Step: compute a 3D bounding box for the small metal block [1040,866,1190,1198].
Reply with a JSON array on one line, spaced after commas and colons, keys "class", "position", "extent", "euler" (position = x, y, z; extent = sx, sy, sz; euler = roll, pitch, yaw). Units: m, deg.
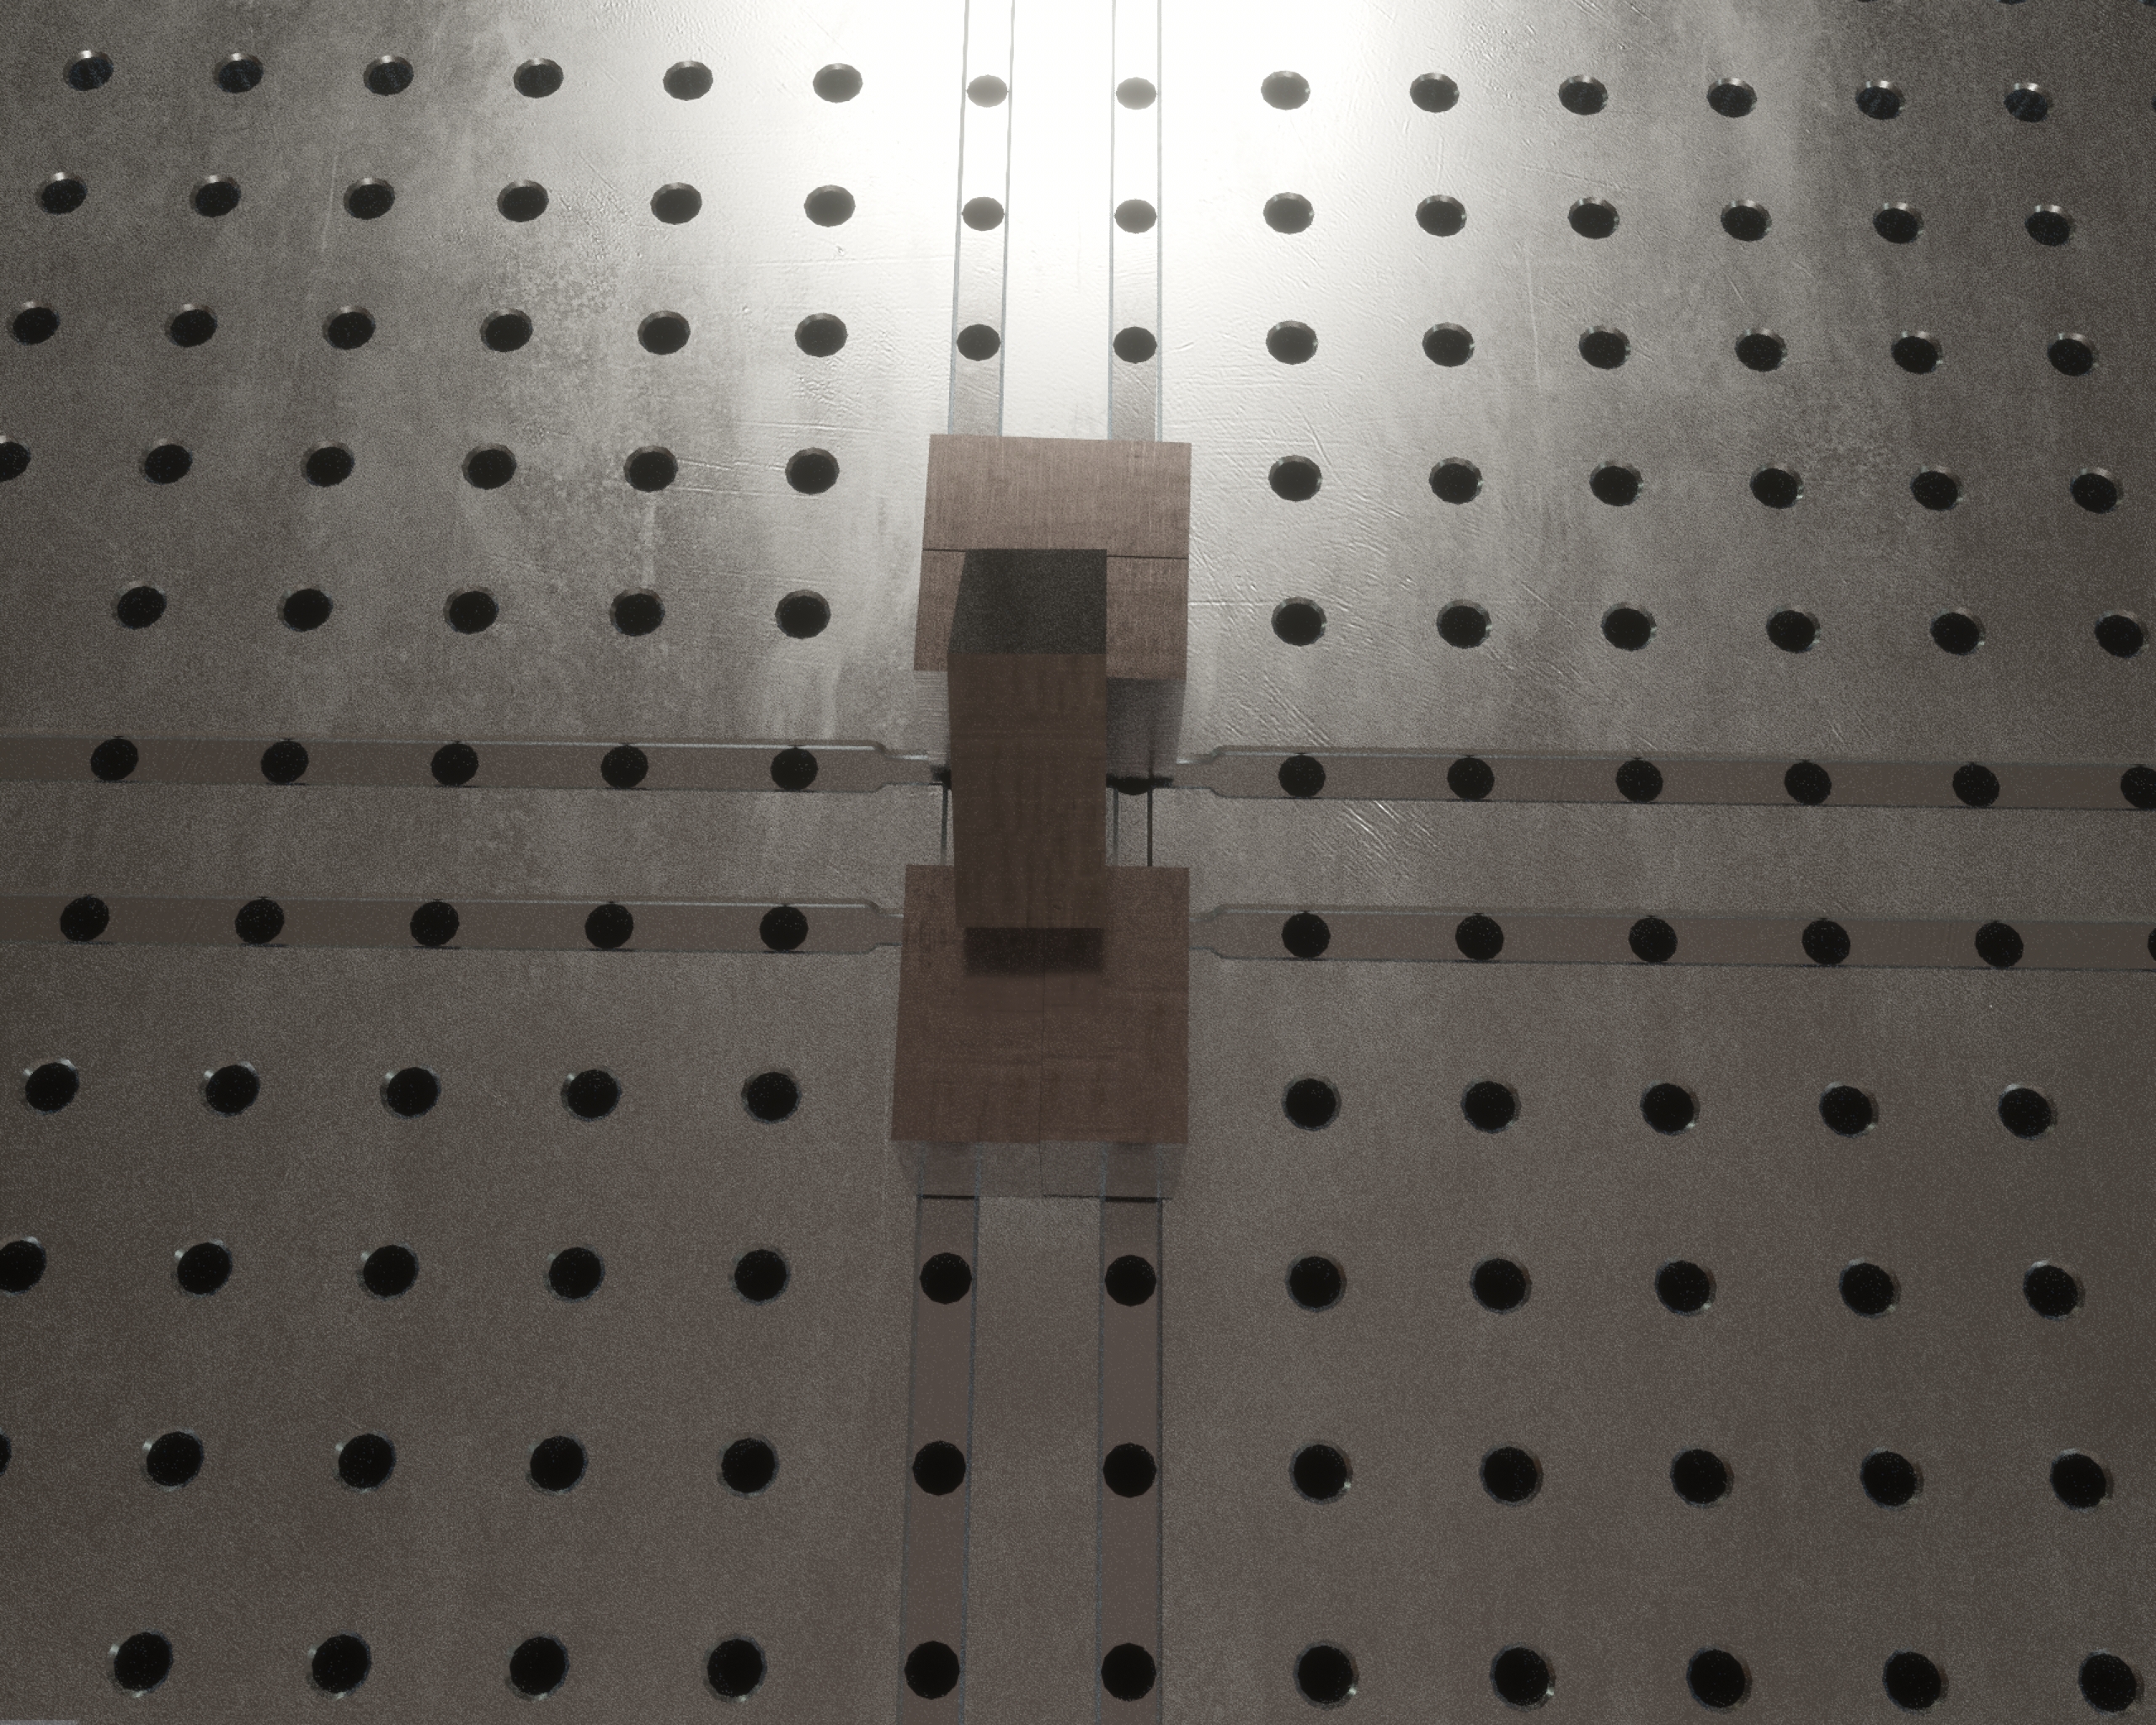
[{"class": "small metal block", "position": [0.007, 0.032, 0.385], "extent": [0.025, 0.050, 0.050], "euler": [1, 70, 0]}]

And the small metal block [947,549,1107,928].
[{"class": "small metal block", "position": [-0.008, -0.023, 0.363], "extent": [0.025, 0.050, 0.050], "euler": [0, 28, 1]}]

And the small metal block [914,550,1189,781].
[{"class": "small metal block", "position": [-0.005, -0.038, 0.412], "extent": [0.050, 0.050, 0.025], "euler": [2, 70, 0]}]

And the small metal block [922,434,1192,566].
[{"class": "small metal block", "position": [-0.004, -0.062, 0.420], "extent": [0.050, 0.050, 0.025], "euler": [2, 70, 0]}]

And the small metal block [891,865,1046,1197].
[{"class": "small metal block", "position": [-0.019, 0.032, 0.386], "extent": [0.025, 0.050, 0.050], "euler": [1, 70, 0]}]
